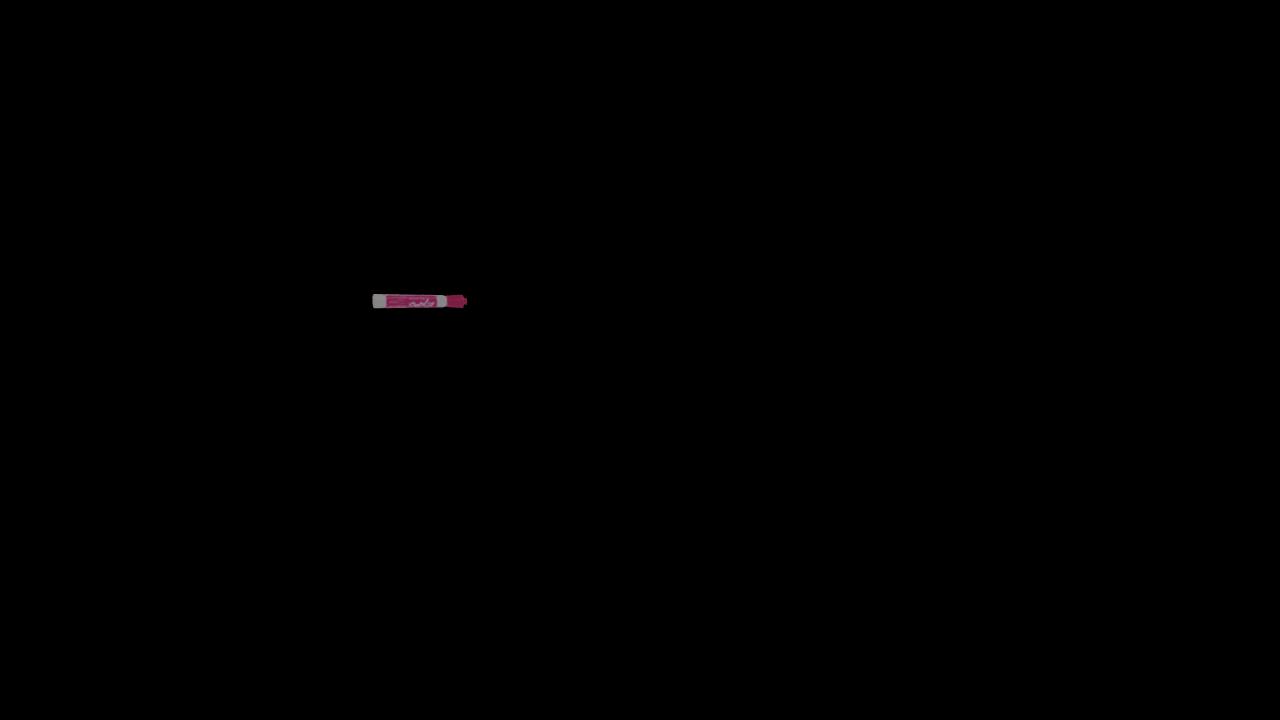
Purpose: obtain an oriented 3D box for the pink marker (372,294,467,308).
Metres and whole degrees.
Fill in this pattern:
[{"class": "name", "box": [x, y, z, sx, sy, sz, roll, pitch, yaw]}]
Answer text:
[{"class": "pink marker", "box": [-0.295, -0.079, 0.831, 0.121, 0.020, 0.020, -3, 2, -30]}]
